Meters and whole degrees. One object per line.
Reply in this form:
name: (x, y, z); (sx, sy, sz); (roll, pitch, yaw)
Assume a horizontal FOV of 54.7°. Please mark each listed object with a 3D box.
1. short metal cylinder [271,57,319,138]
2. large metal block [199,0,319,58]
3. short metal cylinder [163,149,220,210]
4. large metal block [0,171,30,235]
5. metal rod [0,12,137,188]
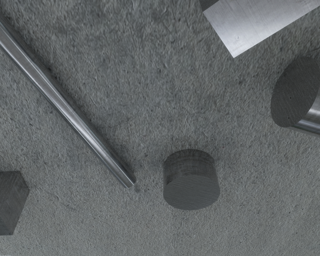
short metal cylinder: (0.169, -0.033, 0.345); (0.050, 0.080, 0.079); (15, 129, -12)
large metal block: (0.081, -0.120, 0.270); (0.080, 0.080, 0.050); (-30, 124, 23)
short metal cylinder: (0.045, 0.077, 0.457); (0.081, 0.050, 0.079); (0, 130, 0)
large metal block: (-0.255, 0.112, 0.464); (0.080, 0.080, 0.050); (-2, 130, 1)
metal rod: (-0.113, -0.020, 0.388); (0.025, 0.025, 0.299); (-21, 128, 16)
